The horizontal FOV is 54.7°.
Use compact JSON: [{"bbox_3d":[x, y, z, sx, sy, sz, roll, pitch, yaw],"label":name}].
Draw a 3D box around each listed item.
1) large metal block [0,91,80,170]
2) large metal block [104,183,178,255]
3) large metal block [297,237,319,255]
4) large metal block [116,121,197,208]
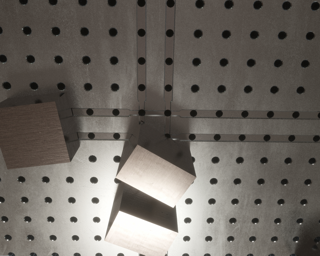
[{"bbox_3d":[-0.157,0.002,0.399,0.080,0.050,0.079,-7,110,2],"label":"large metal block"},{"bbox_3d":[-0.024,0.124,0.430,0.080,0.080,0.050,24,108,-9],"label":"large metal block"},{"bbox_3d":[0.267,0.226,0.471,0.080,0.080,0.050,24,108,-9],"label":"large metal block"},{"bbox_3d":[-0.005,0.044,0.400,0.080,0.080,0.050,30,107,-11],"label":"large metal block"}]
